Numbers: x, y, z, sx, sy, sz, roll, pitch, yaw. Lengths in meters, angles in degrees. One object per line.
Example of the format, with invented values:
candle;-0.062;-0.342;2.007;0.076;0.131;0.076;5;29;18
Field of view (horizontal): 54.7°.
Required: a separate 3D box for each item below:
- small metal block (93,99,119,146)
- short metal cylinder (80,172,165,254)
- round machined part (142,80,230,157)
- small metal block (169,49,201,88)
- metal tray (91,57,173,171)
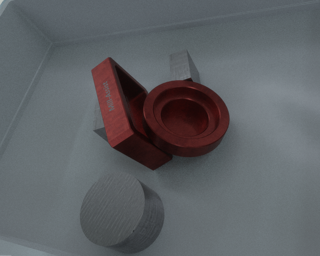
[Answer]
small metal block;-0.066;-0.009;0.428;0.025;0.050;0.050;-15;56;19
short metal cylinder;-0.042;0.096;0.351;0.080;0.050;0.080;-13;56;20
round machined part;0.028;-0.007;0.365;0.099;0.042;0.098;4;54;-6
small metal block;0.035;-0.067;0.411;0.025;0.050;0.050;-17;55;18
metal tray;-0.036;-0.019;0.390;0.030;0.090;0.130;-33;51;16
